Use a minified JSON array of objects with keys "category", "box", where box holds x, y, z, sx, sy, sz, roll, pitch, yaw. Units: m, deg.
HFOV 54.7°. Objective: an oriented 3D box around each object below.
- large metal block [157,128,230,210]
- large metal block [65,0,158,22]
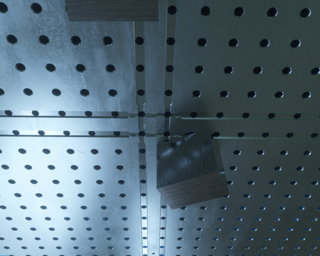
[{"category":"large metal block","box":[0.042,0.055,0.423,0.080,0.080,0.050,-19,128,15]},{"category":"large metal block","box":[-0.042,-0.143,0.273,0.081,0.050,0.079,0,130,0]}]
